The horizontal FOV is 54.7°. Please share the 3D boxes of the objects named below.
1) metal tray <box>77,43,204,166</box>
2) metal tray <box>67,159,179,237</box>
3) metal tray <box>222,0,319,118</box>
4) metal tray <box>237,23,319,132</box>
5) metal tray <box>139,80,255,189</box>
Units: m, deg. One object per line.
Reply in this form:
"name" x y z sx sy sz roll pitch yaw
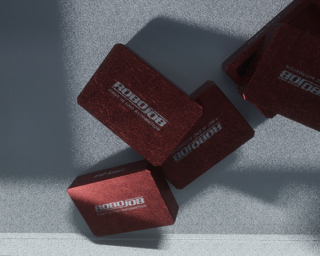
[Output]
"metal tray" -0.023 -0.028 0.377 0.130 0.030 0.090 39 102 3
"metal tray" -0.051 0.099 0.427 0.130 0.030 0.090 -16 111 21
"metal tray" 0.154 -0.086 0.379 0.130 0.030 0.090 -41 106 13
"metal tray" 0.169 -0.054 0.359 0.131 0.030 0.089 22 109 -9
"metal tray" 0.046 0.011 0.414 0.130 0.030 0.090 -39 106 12
